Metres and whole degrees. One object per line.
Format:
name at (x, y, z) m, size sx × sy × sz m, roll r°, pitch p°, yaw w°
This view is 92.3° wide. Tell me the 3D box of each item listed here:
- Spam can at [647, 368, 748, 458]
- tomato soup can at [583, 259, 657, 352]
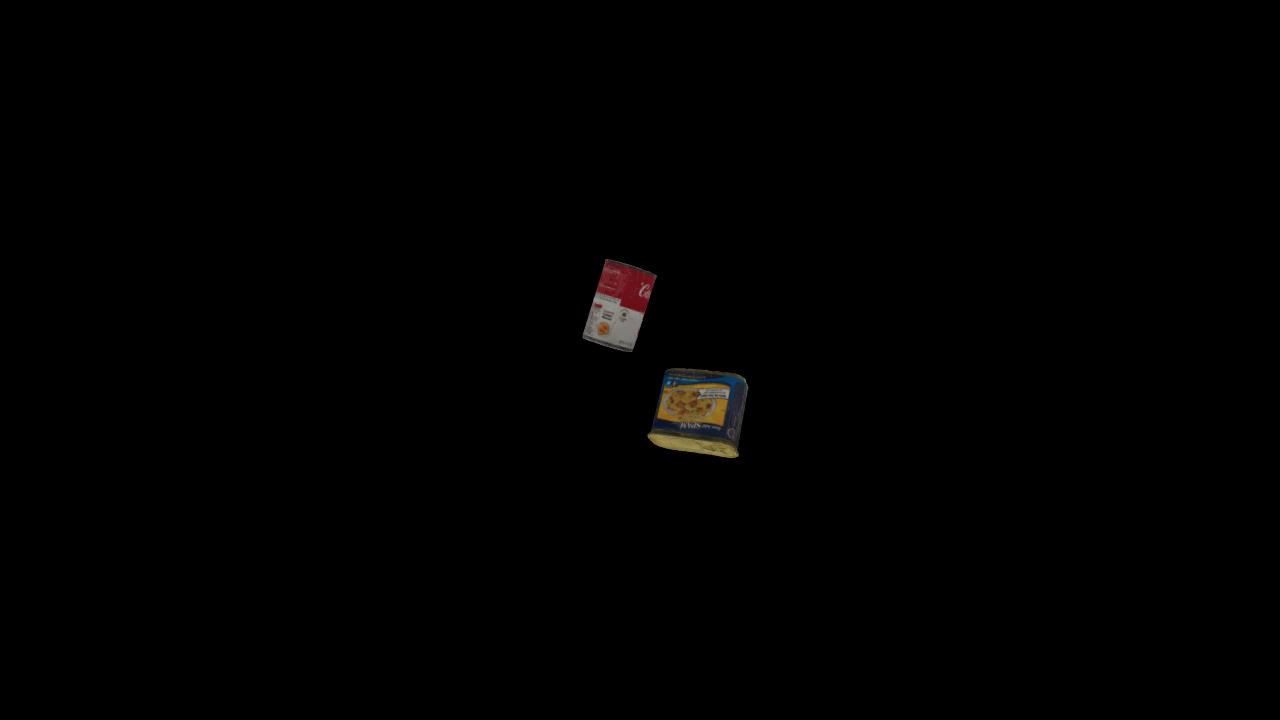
Spam can at (0.068, 0.059, 0.704) m, size 0.101 × 0.085 × 0.058 m, roll 5°, pitch -23°, yaw 21°
tomato soup can at (-0.026, -0.066, 0.758) m, size 0.068 × 0.101 × 0.068 m, roll 18°, pitch 4°, yaw -1°
